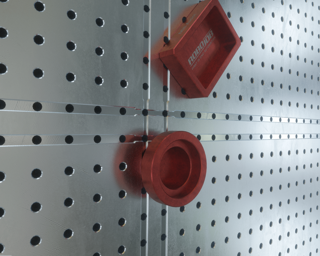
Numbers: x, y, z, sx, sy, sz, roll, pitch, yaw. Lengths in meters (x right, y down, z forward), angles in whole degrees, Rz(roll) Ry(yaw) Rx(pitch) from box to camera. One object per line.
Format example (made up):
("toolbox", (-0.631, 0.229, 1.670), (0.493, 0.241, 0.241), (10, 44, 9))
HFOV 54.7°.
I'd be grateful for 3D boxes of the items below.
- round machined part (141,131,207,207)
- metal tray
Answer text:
("round machined part", (0.014, 0.052, 0.412), (0.099, 0.042, 0.097), (0, 90, -40))
("metal tray", (0.065, -0.119, 0.462), (0.090, 0.030, 0.130), (49, 61, -29))
